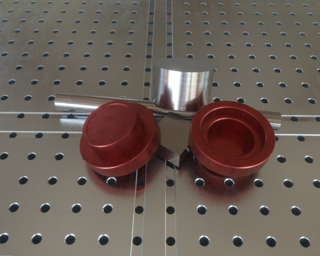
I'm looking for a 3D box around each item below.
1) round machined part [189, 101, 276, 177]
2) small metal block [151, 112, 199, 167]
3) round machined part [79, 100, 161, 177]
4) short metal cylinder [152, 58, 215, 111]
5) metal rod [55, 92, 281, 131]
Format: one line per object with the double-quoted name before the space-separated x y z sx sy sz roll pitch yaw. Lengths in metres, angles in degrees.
"round machined part" 0.084 0.017 0.375 0.099 0.042 0.098 2 52 -2
"small metal block" 0.018 0.013 0.391 0.050 0.025 0.050 29 56 22
"round machined part" -0.052 0.005 0.370 0.098 0.042 0.098 -11 49 14
"short metal cylinder" 0.031 -0.061 0.419 0.081 0.050 0.080 3 25 -1
"metal rod" 0.008 -0.023 0.422 0.302 0.025 0.025 6 50 4
